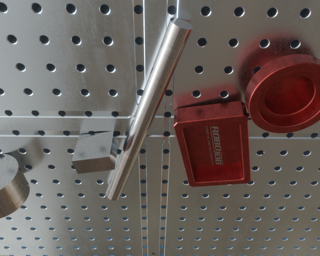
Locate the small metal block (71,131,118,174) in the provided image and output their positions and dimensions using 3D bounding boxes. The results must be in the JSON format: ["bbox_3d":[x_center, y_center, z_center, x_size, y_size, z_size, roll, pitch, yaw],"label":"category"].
[{"bbox_3d":[-0.087,0.033,0.422,0.050,0.050,0.025,-7,130,6],"label":"small metal block"}]

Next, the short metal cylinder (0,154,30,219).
[{"bbox_3d":[-0.236,0.083,0.443,0.081,0.080,0.050,-2,130,1],"label":"short metal cylinder"}]

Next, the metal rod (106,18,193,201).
[{"bbox_3d":[-0.026,-0.001,0.410,0.025,0.025,0.298,15,129,-13],"label":"metal rod"}]

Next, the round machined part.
[{"bbox_3d":[0.150,-0.044,0.366,0.099,0.042,0.097,-1,130,0],"label":"round machined part"}]

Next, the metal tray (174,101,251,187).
[{"bbox_3d":[0.075,0.027,0.427,0.090,0.030,0.129,-6,130,12],"label":"metal tray"}]
